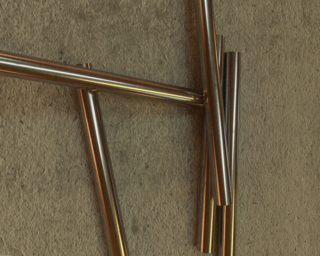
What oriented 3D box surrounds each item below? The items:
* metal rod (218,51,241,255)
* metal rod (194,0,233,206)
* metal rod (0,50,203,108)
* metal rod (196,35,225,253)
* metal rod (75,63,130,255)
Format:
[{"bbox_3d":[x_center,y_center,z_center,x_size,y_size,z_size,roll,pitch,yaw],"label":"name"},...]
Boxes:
[{"bbox_3d":[0.100,0.042,0.445,0.025,0.025,0.298,2,89,-20],"label":"metal rod"},{"bbox_3d":[0.069,-0.050,0.410,0.025,0.025,0.298,-4,86,-20],"label":"metal rod"},{"bbox_3d":[-0.075,-0.055,0.354,0.302,0.025,0.025,7,88,-30],"label":"metal rod"},{"bbox_3d":[0.071,0.021,0.435,0.025,0.025,0.298,3,89,-20],"label":"metal rod"},{"bbox_3d":[-0.067,0.071,0.384,0.025,0.025,0.298,-12,94,-20],"label":"metal rod"}]
